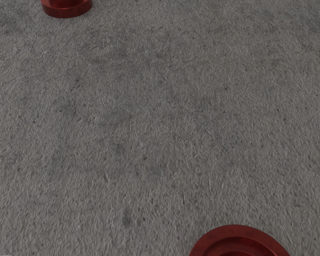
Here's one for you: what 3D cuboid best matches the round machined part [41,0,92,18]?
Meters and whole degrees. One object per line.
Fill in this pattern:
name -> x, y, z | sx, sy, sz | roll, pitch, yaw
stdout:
round machined part -> -0.186, -0.261, 0.610 | 0.099, 0.042, 0.098 | 0, 50, 0

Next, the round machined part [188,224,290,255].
round machined part -> 0.070, 0.141, 0.274 | 0.099, 0.042, 0.098 | 0, 50, 0
